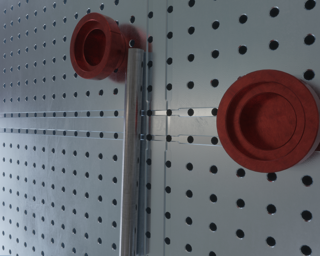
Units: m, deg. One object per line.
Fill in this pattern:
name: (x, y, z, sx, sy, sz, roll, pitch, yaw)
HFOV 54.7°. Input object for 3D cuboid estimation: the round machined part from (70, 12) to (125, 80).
round machined part: (-0.091, -0.121, 0.474, 0.098, 0.042, 0.097, 0, 90, 40)

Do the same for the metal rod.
metal rod: (-0.041, 0.039, 0.442, 0.025, 0.025, 0.298, 4, 92, 40)

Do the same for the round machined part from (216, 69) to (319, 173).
round machined part: (0.110, -0.007, 0.308, 0.098, 0.042, 0.097, 0, 90, 40)
